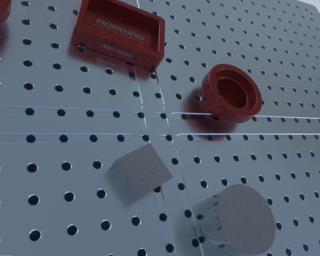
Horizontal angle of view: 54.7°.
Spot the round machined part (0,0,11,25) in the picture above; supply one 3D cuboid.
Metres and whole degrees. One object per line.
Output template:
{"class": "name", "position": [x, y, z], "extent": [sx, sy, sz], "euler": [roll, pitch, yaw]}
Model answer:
{"class": "round machined part", "position": [-0.230, -0.150, 0.365], "extent": [0.099, 0.042, 0.098], "euler": [14, 56, -21]}

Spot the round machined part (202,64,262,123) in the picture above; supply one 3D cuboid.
{"class": "round machined part", "position": [0.108, -0.050, 0.488], "extent": [0.099, 0.042, 0.098], "euler": [14, 56, -21]}

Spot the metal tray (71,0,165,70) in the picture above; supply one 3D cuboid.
{"class": "metal tray", "position": [-0.058, -0.147, 0.464], "extent": [0.131, 0.030, 0.090], "euler": [15, 56, -20]}

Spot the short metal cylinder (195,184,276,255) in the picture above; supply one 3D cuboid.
{"class": "short metal cylinder", "position": [0.090, 0.114, 0.373], "extent": [0.081, 0.050, 0.080], "euler": [14, 56, -21]}

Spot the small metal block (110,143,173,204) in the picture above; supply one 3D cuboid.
{"class": "small metal block", "position": [-0.022, 0.052, 0.366], "extent": [0.050, 0.025, 0.050], "euler": [-26, 76, -37]}
